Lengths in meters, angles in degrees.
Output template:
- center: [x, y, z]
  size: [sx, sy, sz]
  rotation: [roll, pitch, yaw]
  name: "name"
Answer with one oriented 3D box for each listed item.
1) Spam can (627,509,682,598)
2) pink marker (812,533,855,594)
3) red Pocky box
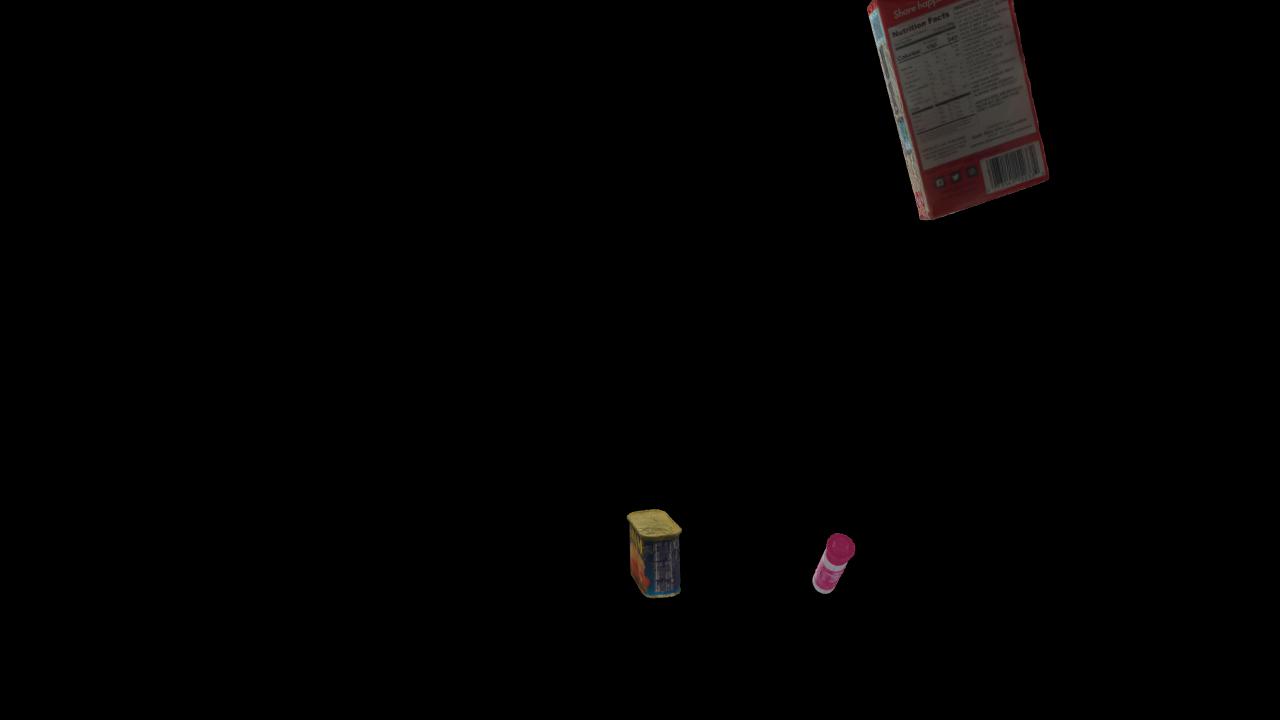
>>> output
- center: [0.019, 0.259, 0.830]
  size: [0.058, 0.085, 0.101]
  rotation: [-3, 5, -14]
  name: "Spam can"
- center: [0.144, 0.154, 0.461]
  size: [0.020, 0.020, 0.121]
  rotation: [0, -31, 10]
  name: "pink marker"
- center: [0.219, -0.184, 0.423]
  size: [0.083, 0.155, 0.028]
  rotation: [-17, 11, 9]
  name: "red Pocky box"
